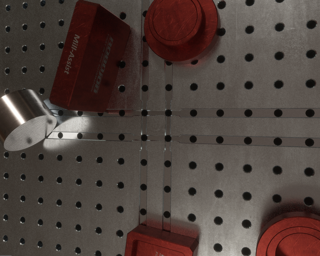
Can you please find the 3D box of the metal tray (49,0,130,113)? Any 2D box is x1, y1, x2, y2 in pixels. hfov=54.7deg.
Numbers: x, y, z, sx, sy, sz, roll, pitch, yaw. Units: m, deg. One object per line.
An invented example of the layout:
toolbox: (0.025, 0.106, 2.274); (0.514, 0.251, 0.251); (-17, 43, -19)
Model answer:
metal tray: (-0.089, -0.087, 0.407); (0.030, 0.090, 0.129); (20, 97, 18)

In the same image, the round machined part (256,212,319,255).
round machined part: (0.160, 0.142, 0.347); (0.098, 0.042, 0.097); (0, 90, 19)

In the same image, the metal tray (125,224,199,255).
metal tray: (-0.004, 0.205, 0.410); (0.090, 0.030, 0.129); (9, 93, 19)

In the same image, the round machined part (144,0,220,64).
round machined part: (0.024, -0.134, 0.394); (0.098, 0.042, 0.097); (0, 90, 19)

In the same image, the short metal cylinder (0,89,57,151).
short metal cylinder: (-0.201, -0.011, 0.452); (0.080, 0.080, 0.050); (-42, 77, 15)
